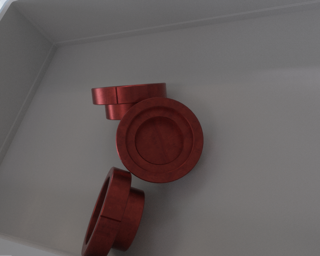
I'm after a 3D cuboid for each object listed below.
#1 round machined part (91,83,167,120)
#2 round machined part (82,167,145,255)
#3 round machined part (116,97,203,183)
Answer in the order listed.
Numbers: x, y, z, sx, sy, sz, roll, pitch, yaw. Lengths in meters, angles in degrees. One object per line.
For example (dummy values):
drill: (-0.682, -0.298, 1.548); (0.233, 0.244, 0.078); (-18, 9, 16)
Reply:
round machined part: (-0.040, -0.036, 0.414); (0.098, 0.099, 0.042); (0, 100, 28)
round machined part: (-0.048, 0.095, 0.339); (0.042, 0.098, 0.098); (21, 66, -11)
round machined part: (-0.001, 0.016, 0.367); (0.099, 0.042, 0.098); (0, 79, -2)
